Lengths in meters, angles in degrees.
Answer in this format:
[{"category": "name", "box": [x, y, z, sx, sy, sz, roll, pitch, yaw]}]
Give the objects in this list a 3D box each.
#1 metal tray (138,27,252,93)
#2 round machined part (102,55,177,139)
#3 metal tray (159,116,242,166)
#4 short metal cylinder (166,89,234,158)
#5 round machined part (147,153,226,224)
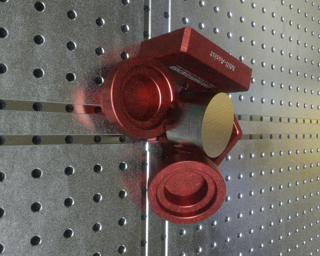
[{"category": "metal tray", "box": [0.047, -0.081, 0.408, 0.131, 0.090, 0.030, 19, 78, -39]}, {"category": "round machined part", "box": [-0.028, -0.036, 0.377, 0.099, 0.042, 0.097, 0, 90, -40]}, {"category": "metal tray", "box": [0.066, 0.013, 0.463, 0.131, 0.030, 0.090, -44, 117, -31]}, {"category": "short metal cylinder", "box": [0.052, -0.007, 0.390, 0.081, 0.050, 0.079, -17, 112, -49]}, {"category": "round machined part", "box": [0.033, 0.074, 0.405, 0.099, 0.042, 0.097, -1, 115, -2]}]
